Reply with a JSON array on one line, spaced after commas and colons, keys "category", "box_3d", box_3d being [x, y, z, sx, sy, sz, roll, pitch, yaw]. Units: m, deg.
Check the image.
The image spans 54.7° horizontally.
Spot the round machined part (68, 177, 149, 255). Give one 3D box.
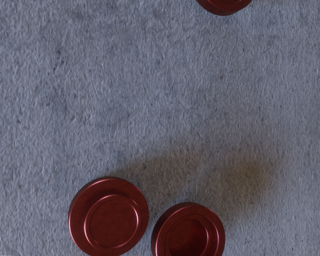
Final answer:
[{"category": "round machined part", "box_3d": [-0.060, 0.111, 0.379, 0.099, 0.042, 0.097, 0, 90, -21]}]

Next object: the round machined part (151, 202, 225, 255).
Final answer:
[{"category": "round machined part", "box_3d": [0.034, 0.147, 0.414, 0.099, 0.042, 0.097, 0, 90, -21]}]

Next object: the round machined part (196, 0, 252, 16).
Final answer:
[{"category": "round machined part", "box_3d": [0.083, -0.205, 0.432, 0.099, 0.042, 0.097, 0, 90, -21]}]
